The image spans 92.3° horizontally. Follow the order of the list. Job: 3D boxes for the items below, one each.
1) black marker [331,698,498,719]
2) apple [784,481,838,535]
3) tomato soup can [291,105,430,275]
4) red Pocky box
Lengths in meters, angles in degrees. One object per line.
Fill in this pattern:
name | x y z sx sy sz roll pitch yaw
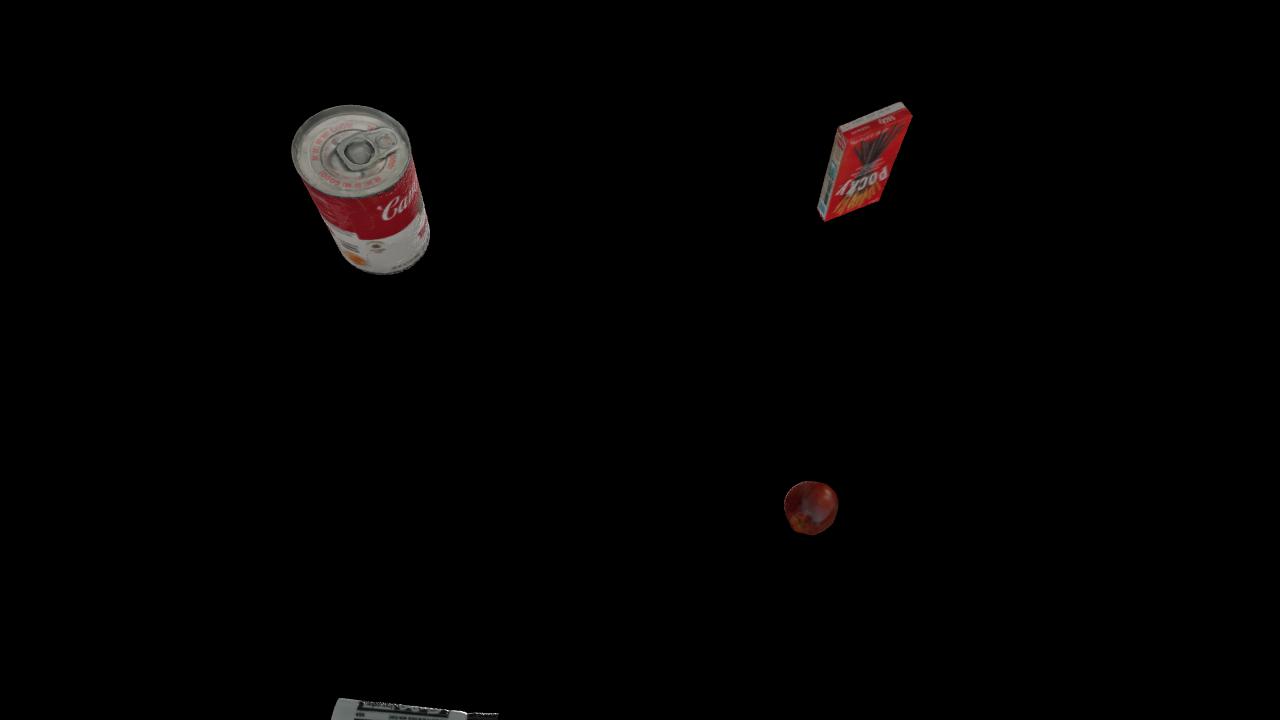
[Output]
black marker | -0.161 0.265 0.451 0.121 0.020 0.020 13 -3 -12
apple | 0.262 0.225 0.945 0.079 0.079 0.093 0 23 39
tomato soup can | -0.181 -0.108 0.413 0.068 0.068 0.101 0 -20 -12
red Pocky box | 0.268 -0.235 0.748 0.083 0.028 0.155 -23 -23 -3
